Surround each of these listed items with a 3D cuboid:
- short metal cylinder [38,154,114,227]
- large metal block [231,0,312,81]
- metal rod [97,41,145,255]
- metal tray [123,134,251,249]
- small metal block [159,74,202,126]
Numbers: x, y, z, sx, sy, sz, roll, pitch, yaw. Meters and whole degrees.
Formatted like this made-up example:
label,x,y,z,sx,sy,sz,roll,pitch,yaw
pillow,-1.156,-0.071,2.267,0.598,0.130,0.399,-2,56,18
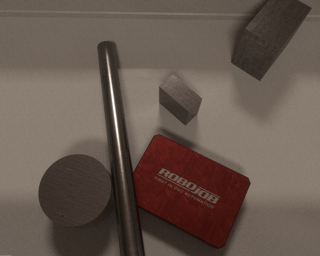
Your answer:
label,x,y,z,sx,sy,sz,roll,pitch,yaw
short metal cylinder,-0.094,0.076,0.367,0.081,0.050,0.080,0,70,0
large metal block,0.150,-0.125,0.428,0.050,0.080,0.080,36,74,12
metal rod,-0.052,0.011,0.382,0.025,0.025,0.299,-10,62,-4
metal tray,0.032,0.076,0.380,0.130,0.030,0.090,26,72,9
small metal block,0.026,-0.036,0.410,0.050,0.050,0.025,42,75,13
